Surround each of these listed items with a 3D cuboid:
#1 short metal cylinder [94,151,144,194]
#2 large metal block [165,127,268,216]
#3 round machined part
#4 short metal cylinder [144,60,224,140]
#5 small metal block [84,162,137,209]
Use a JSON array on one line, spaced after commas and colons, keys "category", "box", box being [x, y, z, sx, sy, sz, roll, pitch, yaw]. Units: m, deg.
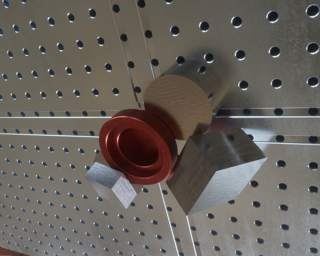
[{"category": "short metal cylinder", "box": [-0.049, 0.053, 0.453, 0.080, 0.050, 0.079, 13, 124, 21]}, {"category": "large metal block", "box": [0.064, 0.050, 0.364, 0.050, 0.081, 0.079, 55, 138, 34]}, {"category": "round machined part", "box": [-0.023, 0.020, 0.386, 0.098, 0.042, 0.097, 13, 124, 21]}, {"category": "short metal cylinder", "box": [0.029, -0.033, 0.360, 0.080, 0.050, 0.079, 13, 124, 21]}, {"category": "small metal block", "box": [-0.065, 0.076, 0.412, 0.050, 0.025, 0.050, 15, 145, 34]}]
